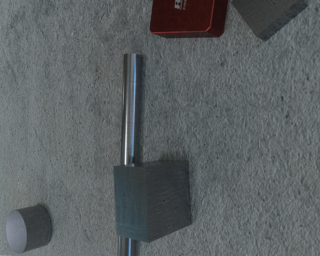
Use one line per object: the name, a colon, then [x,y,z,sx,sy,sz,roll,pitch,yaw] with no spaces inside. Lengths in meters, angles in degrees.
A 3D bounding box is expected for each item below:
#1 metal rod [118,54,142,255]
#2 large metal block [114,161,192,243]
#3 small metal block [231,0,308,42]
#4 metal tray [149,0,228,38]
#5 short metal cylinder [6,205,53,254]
metal rod: [-0.043,0.047,0.438,0.025,0.025,0.298,3,92,39]
large metal block: [-0.007,0.082,0.373,0.050,0.081,0.080,-4,87,39]
small metal block: [0.109,-0.126,0.314,0.050,0.025,0.050,-41,66,32]
metal tray: [0.038,-0.176,0.369,0.090,0.030,0.129,12,98,39]
short metal cylinder: [-0.250,0.192,0.591,0.080,0.050,0.079,0,90,39]
